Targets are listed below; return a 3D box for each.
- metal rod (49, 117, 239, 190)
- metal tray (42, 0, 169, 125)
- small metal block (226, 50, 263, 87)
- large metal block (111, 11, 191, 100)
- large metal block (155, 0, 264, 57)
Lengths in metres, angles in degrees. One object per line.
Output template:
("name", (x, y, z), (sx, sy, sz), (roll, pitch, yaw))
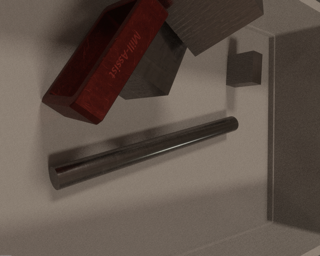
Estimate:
("metal rod", (0.005, 0.022, 0.412), (0.302, 0.025, 0.025), (-15, 100, -39))
("metal tray", (-0.057, -0.069, 0.307), (0.030, 0.090, 0.130), (39, 74, -34))
("small metal block", (0.138, -0.095, 0.509), (0.025, 0.050, 0.050), (6, 86, -40))
("large metal block", (-0.021, -0.082, 0.355), (0.050, 0.080, 0.080), (34, 69, -36))
("large metal block", (0.047, -0.134, 0.312), (0.080, 0.080, 0.050), (44, 39, -25))
